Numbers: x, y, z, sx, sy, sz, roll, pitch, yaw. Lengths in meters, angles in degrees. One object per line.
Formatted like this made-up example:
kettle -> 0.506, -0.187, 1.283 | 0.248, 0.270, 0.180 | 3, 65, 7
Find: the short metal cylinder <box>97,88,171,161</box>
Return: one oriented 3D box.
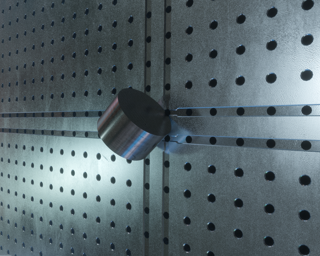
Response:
short metal cylinder -> -0.033, -0.005, 0.398 | 0.050, 0.081, 0.080 | -48, 62, 29
